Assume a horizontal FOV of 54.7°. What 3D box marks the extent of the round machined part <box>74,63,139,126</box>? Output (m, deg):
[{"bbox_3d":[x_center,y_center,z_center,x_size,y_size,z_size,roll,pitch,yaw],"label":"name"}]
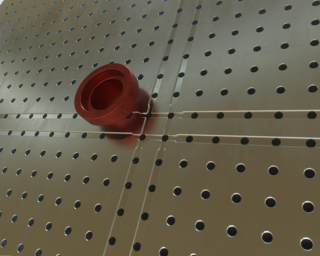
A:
[{"bbox_3d":[-0.075,-0.045,0.462,0.098,0.042,0.098,-13,56,20],"label":"round machined part"}]
